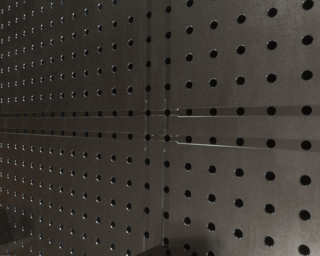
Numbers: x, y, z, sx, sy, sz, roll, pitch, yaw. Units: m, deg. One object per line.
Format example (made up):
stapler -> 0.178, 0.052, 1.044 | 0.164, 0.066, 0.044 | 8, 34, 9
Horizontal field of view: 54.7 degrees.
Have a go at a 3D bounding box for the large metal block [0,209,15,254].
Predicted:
large metal block -> -0.381, 0.242, 0.703 | 0.080, 0.050, 0.080 | -42, 65, 31

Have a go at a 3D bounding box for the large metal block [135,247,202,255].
large metal block -> 0.012, 0.196, 0.382 | 0.080, 0.050, 0.080 | -18, 79, 38
